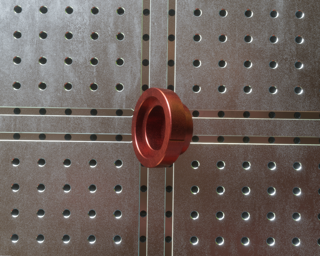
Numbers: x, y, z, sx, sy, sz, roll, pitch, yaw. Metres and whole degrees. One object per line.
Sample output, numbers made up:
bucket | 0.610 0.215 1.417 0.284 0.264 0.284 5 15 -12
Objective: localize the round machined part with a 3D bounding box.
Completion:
round machined part | 0.005 0.000 0.386 0.042 0.098 0.097 3 90 -31
